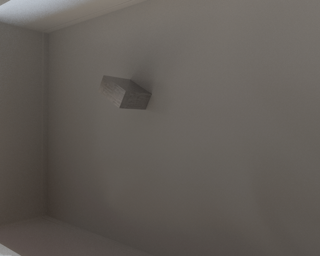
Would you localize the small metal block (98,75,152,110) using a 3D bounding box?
[{"bbox_3d":[-0.049,-0.049,0.432,0.050,0.050,0.025,37,113,34],"label":"small metal block"}]
